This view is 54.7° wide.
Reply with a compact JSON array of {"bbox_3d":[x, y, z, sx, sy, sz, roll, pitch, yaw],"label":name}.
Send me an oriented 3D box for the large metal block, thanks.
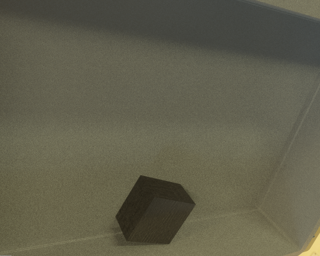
[{"bbox_3d":[-0.007,0.125,0.468,0.080,0.050,0.080,20,108,-36],"label":"large metal block"}]
